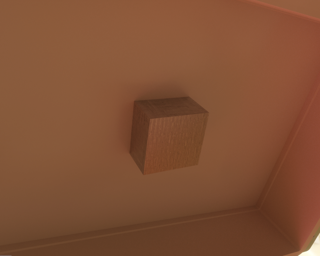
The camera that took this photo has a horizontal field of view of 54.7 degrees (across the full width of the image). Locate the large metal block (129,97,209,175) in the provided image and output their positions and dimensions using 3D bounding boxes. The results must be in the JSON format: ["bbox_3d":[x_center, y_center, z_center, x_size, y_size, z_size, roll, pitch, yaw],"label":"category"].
[{"bbox_3d":[0.010,0.008,0.404,0.081,0.050,0.079,-7,122,-25],"label":"large metal block"}]
